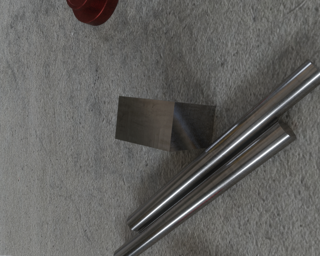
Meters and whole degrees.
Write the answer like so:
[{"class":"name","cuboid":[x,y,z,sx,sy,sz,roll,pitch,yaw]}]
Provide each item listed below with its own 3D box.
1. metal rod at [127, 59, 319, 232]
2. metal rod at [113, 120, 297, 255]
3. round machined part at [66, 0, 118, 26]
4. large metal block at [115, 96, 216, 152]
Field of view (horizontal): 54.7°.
[{"class":"metal rod","cuboid":[0.055,0.039,0.358,0.299,0.025,0.025,-46,63,30]},{"class":"metal rod","cuboid":[0.034,0.095,0.375,0.299,0.025,0.025,-46,63,30]},{"class":"round machined part","cuboid":[-0.111,-0.214,0.482,0.098,0.042,0.097,0,90,39]},{"class":"large metal block","cuboid":[0.007,-0.007,0.362,0.080,0.081,0.050,10,97,39]}]
